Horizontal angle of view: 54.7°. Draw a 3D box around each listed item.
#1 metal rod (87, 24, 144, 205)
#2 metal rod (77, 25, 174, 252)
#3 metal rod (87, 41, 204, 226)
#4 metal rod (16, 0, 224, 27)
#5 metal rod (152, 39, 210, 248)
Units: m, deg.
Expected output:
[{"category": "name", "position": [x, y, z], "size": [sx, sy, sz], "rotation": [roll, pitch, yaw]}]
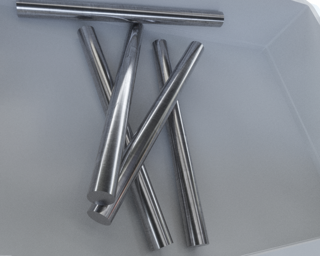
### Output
[{"category": "metal rod", "position": [-0.045, -0.046, 0.377], "size": [0.025, 0.025, 0.300], "rotation": [20, 44, -16]}, {"category": "metal rod", "position": [-0.050, -0.004, 0.380], "size": [0.025, 0.025, 0.299], "rotation": [-9, 66, -32]}, {"category": "metal rod", "position": [-0.001, -0.019, 0.383], "size": [0.025, 0.025, 0.301], "rotation": [34, 51, -6]}, {"category": "metal rod", "position": [-0.044, -0.167, 0.454], "size": [0.303, 0.025, 0.025], "rotation": [-4, 64, -20]}, {"category": "metal rod", "position": [0.021, 0.001, 0.416], "size": [0.025, 0.025, 0.299], "rotation": [5, 60, -26]}]
